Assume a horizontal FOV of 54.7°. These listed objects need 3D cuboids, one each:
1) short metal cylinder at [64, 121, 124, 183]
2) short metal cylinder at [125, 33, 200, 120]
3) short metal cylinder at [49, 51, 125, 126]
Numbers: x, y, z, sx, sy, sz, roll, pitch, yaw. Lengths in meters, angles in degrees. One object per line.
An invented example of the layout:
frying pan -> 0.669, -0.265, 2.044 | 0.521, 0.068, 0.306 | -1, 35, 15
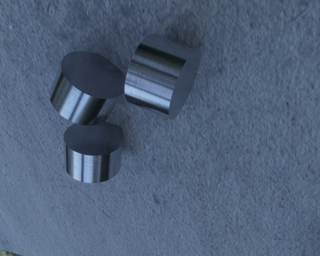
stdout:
short metal cylinder -> -0.094, 0.031, 0.438 | 0.080, 0.080, 0.050 | 21, 126, 15
short metal cylinder -> 0.004, -0.055, 0.334 | 0.050, 0.080, 0.079 | 23, 127, 14
short metal cylinder -> -0.090, -0.050, 0.386 | 0.080, 0.080, 0.050 | 39, 129, 1
